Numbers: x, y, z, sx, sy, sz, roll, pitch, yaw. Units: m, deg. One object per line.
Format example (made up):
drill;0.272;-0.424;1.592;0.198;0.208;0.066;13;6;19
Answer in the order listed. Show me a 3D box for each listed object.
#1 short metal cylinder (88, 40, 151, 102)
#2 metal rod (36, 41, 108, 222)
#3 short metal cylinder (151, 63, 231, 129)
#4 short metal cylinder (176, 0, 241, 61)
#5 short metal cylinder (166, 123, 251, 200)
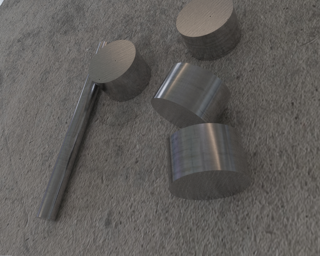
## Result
short metal cylinder;-0.061;-0.087;0.473;0.080;0.050;0.080;-13;56;21
metal rod;-0.123;-0.011;0.474;0.025;0.025;0.300;-2;60;27
short metal cylinder;0.036;-0.033;0.370;0.080;0.080;0.050;20;73;35
short metal cylinder;0.070;-0.142;0.439;0.080;0.050;0.080;-13;56;21
short metal cylinder;0.048;0.037;0.321;0.080;0.080;0.050;-16;56;19
